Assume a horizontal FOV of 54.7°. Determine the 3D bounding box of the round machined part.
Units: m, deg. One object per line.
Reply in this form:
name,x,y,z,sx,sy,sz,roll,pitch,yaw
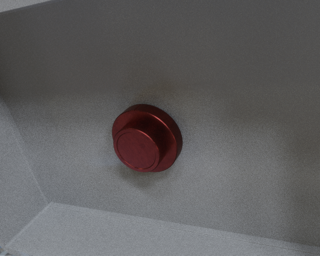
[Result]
round machined part,-0.023,0.020,0.416,0.098,0.042,0.097,13,124,20
